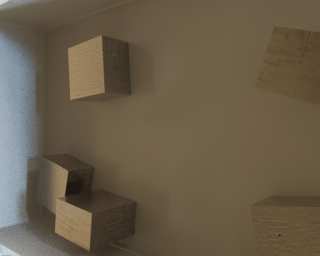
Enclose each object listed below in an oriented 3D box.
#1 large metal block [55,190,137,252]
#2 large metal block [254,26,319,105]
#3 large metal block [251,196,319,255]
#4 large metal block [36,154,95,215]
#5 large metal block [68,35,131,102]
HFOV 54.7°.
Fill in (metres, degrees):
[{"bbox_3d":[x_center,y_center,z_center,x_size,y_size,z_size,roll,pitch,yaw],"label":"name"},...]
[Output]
[{"bbox_3d":[-0.092,0.128,0.447,0.080,0.081,0.050,7,95,40],"label":"large metal block"},{"bbox_3d":[0.139,-0.044,0.256,0.080,0.081,0.050,24,106,37],"label":"large metal block"},{"bbox_3d":[0.135,0.106,0.279,0.080,0.050,0.080,-10,84,39],"label":"large metal block"},{"bbox_3d":[-0.161,0.095,0.524,0.080,0.050,0.079,17,101,38],"label":"large metal block"},{"bbox_3d":[-0.092,-0.085,0.467,0.080,0.050,0.080,-6,87,40],"label":"large metal block"}]
